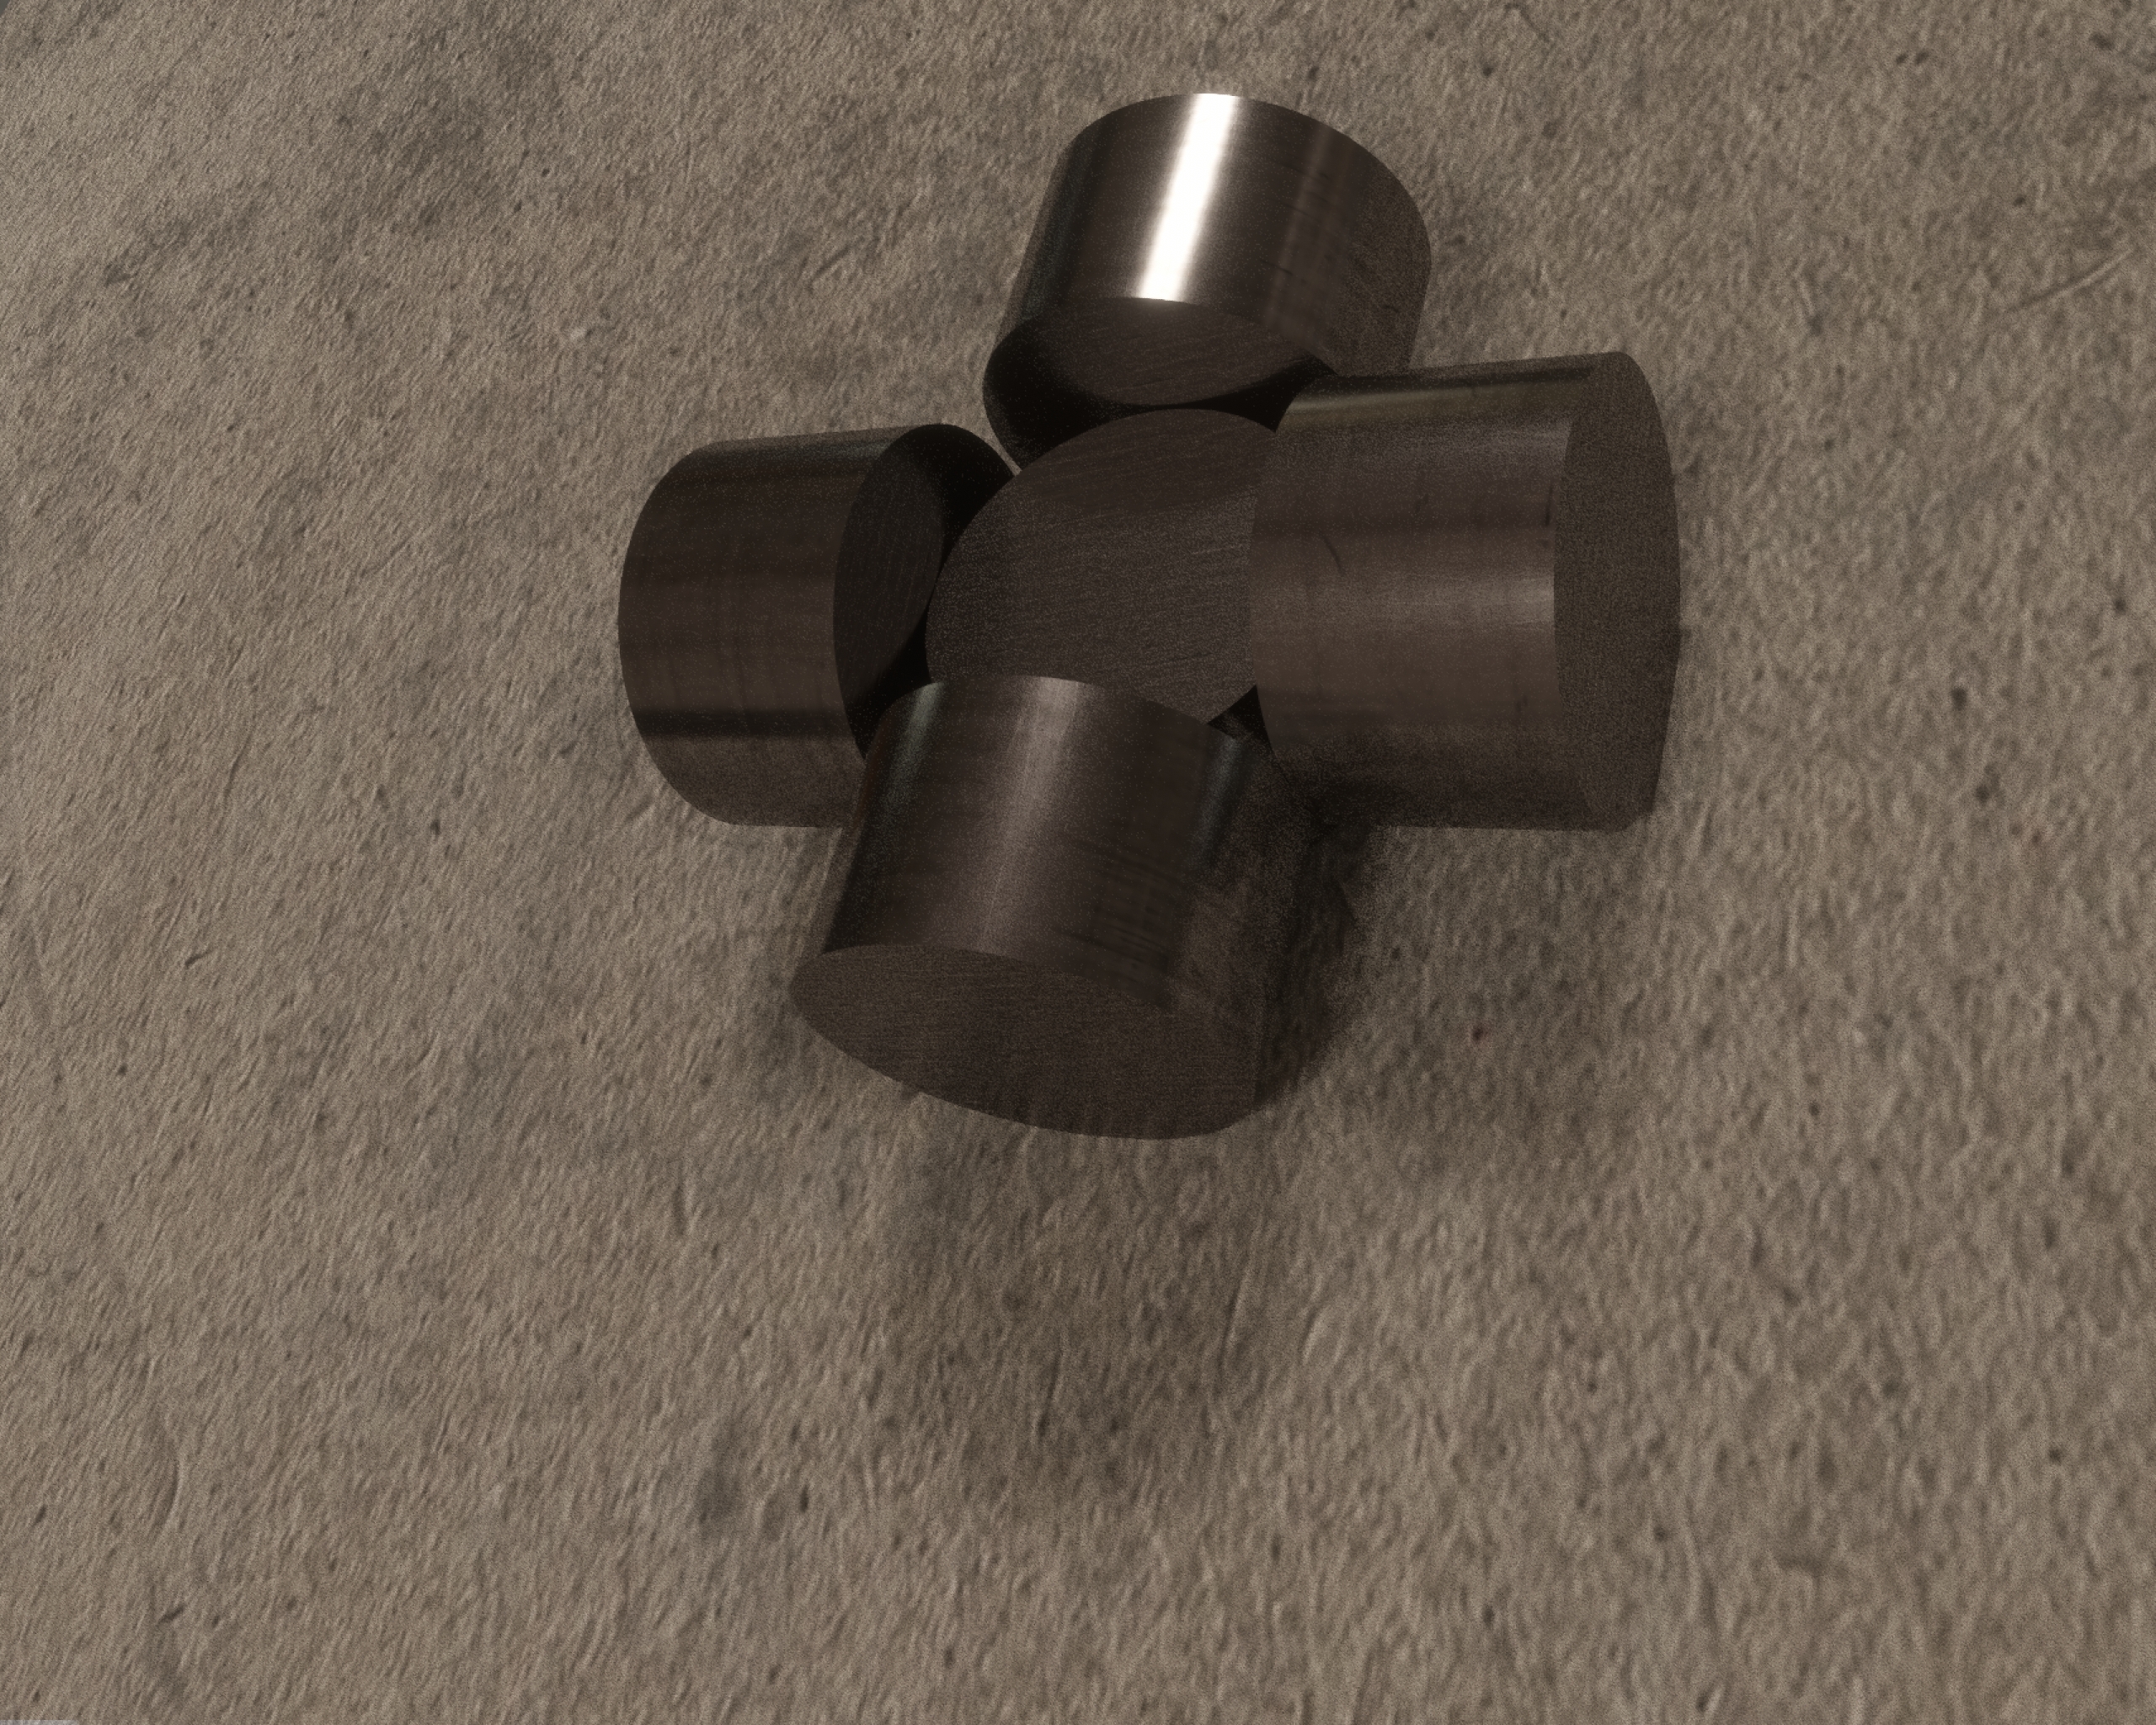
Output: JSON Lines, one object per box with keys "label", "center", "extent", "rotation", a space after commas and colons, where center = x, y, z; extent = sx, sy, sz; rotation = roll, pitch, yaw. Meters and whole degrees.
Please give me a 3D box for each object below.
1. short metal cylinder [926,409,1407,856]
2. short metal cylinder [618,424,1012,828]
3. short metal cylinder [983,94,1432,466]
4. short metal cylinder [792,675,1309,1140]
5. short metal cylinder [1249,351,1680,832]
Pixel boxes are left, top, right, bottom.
{"label": "short metal cylinder", "center": [0.018, -0.040, 0.404], "extent": [0.080, 0.050, 0.080], "rotation": [-13, 56, 20]}
{"label": "short metal cylinder", "center": [-0.046, -0.047, 0.422], "extent": [0.050, 0.080, 0.080], "rotation": [2, 63, 29]}
{"label": "short metal cylinder", "center": [0.026, -0.105, 0.419], "extent": [0.080, 0.080, 0.050], "rotation": [2, 63, 28]}
{"label": "short metal cylinder", "center": [-0.004, 0.010, 0.364], "extent": [0.080, 0.080, 0.050], "rotation": [0, 62, 28]}
{"label": "short metal cylinder", "center": [0.069, -0.046, 0.361], "extent": [0.050, 0.080, 0.080], "rotation": [2, 63, 29]}
